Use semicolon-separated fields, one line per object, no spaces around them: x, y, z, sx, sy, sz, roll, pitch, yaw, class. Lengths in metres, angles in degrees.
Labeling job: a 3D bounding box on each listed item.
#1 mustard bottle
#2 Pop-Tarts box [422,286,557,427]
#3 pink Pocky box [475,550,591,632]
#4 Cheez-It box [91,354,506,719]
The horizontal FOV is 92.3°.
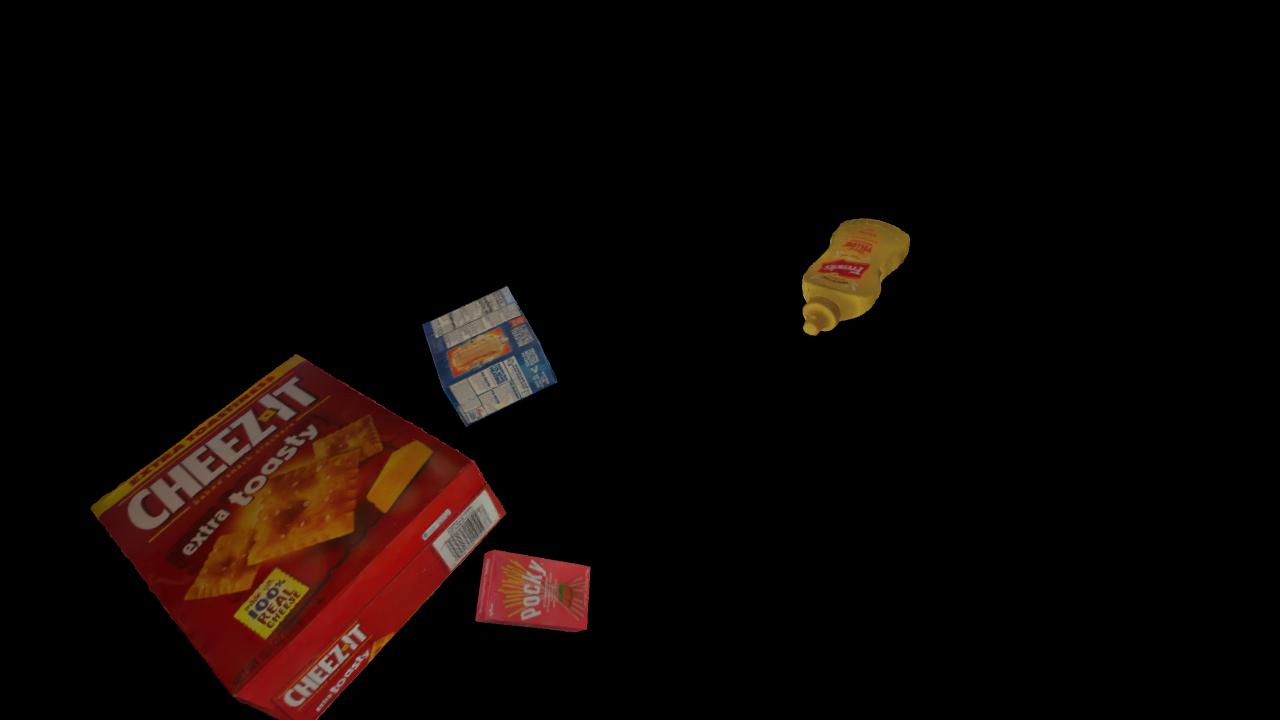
0.245;-0.094;0.735;0.092;0.184;0.054;26;-30;27;mustard bottle
-0.219;-0.010;0.888;0.141;0.083;0.167;-27;43;-10;Pop-Tarts box
-0.135;0.303;0.803;0.155;0.084;0.029;24;-37;-34;pink Pocky box
-0.229;0.100;0.414;0.223;0.071;0.166;21;52;32;Cheez-It box
